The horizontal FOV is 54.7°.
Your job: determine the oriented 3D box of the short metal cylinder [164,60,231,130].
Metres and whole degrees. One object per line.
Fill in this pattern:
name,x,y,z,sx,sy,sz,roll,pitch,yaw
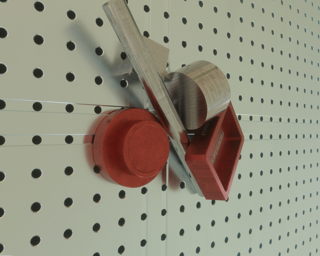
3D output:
short metal cylinder,0.046,-0.044,0.414,0.050,0.080,0.080,-32,110,-36

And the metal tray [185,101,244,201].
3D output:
metal tray,0.085,0.028,0.452,0.090,0.030,0.130,61,40,-31

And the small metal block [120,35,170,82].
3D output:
small metal block,-0.018,-0.085,0.396,0.050,0.025,0.050,17,79,-39

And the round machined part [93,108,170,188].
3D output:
round machined part,-0.027,0.024,0.376,0.099,0.042,0.097,0,90,-40

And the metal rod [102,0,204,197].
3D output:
metal rod,0.010,-0.018,0.398,0.025,0.025,0.299,-47,126,-30
